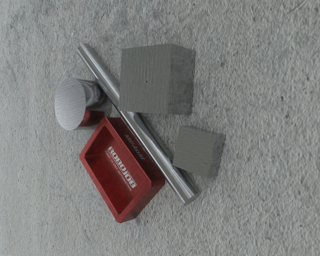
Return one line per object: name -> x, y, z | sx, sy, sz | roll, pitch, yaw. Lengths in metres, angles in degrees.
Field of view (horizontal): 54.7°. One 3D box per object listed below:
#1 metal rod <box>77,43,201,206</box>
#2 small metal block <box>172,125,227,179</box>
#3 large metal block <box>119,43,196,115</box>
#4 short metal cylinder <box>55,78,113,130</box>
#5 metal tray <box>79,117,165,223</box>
metal rod -> -0.043, -0.021, 0.439 | 0.025, 0.025, 0.300 | -52, 60, 27
small metal block -> 0.046, 0.027, 0.367 | 0.050, 0.025, 0.050 | 17, 101, 38
large metal block -> -0.004, -0.058, 0.392 | 0.080, 0.050, 0.079 | 6, 94, 39
short metal cylinder -> -0.121, -0.036, 0.487 | 0.080, 0.050, 0.079 | 0, 90, 39
metal tray -> -0.060, 0.058, 0.450 | 0.130, 0.030, 0.090 | 52, 120, 27
